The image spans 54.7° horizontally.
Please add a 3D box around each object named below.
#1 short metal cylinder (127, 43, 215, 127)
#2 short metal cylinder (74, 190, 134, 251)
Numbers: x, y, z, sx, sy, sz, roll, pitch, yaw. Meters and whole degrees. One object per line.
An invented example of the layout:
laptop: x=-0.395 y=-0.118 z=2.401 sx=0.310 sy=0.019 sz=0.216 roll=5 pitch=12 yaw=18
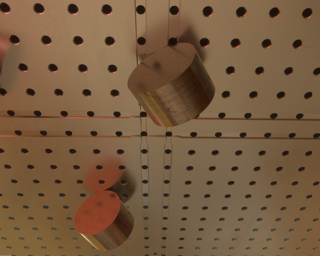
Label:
short metal cylinder: x=0.012 y=-0.047 z=0.335 sx=0.080 sy=0.080 sz=0.050 roll=-23 pitch=127 yaw=18
short metal cylinder: x=-0.089 y=0.149 z=0.501 sx=0.080 sy=0.080 sz=0.050 roll=-17 pitch=128 yaw=13
